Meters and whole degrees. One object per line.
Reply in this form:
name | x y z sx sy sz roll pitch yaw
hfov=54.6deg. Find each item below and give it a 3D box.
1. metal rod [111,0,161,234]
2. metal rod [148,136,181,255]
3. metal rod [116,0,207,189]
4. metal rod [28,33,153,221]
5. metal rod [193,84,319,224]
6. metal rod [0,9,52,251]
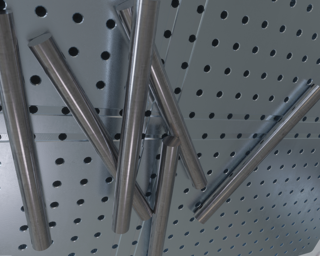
metal rod | -0.034 0.008 0.363 0.025 0.025 0.298 -5 121 -26
metal rod | 0.001 0.142 0.488 0.025 0.025 0.298 -9 126 -24
metal rod | 0.015 -0.018 0.407 0.025 0.025 0.299 -31 129 -8
metal rod | -0.068 0.024 0.388 0.025 0.025 0.299 -30 129 -9
metal rod | 0.166 0.048 0.529 0.299 0.025 0.025 -49 129 6
metal rod | -0.151 0.027 0.345 0.025 0.025 0.298 -10 123 -23
